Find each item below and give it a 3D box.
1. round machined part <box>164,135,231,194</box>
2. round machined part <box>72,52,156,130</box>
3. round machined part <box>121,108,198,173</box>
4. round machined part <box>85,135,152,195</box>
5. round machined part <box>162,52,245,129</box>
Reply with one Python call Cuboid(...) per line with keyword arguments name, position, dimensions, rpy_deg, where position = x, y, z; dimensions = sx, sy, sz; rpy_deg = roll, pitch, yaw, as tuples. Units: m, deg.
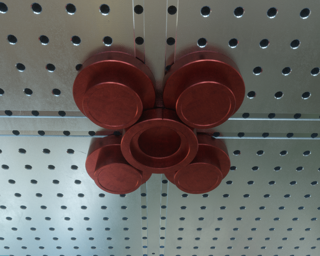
Cuboid(name="round machined part", position=(0.054, 0.059, 0.451), dimensions=(0.099, 0.042, 0.097), rpy_deg=(-1, 130, 0))
Cuboid(name="round machined part", position=(-0.054, -0.036, 0.368), dimensions=(0.099, 0.042, 0.097), rpy_deg=(-1, 130, 0))
Cuboid(name="round machined part", position=(-0.001, 0.013, 0.409), dimensions=(0.099, 0.042, 0.097), rpy_deg=(-1, 130, 0))
Cuboid(name="round machined part", position=(-0.059, 0.060, 0.451), dimensions=(0.099, 0.042, 0.097), rpy_deg=(-1, 130, 0))
Cuboid(name="round machined part", position=(0.052, -0.037, 0.369), dimensions=(0.099, 0.042, 0.097), rpy_deg=(-1, 130, 0))
